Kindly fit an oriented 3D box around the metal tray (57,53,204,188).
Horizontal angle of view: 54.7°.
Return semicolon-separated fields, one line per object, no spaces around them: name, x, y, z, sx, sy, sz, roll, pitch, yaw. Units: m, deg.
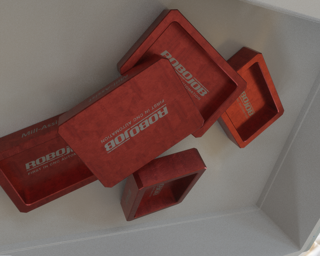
metal tray;-0.029;-0.007;0.332;0.130;0.030;0.090;-34;116;-2

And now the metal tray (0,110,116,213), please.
metal tray;-0.118;0.034;0.362;0.131;0.030;0.089;-24;128;-14

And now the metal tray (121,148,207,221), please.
metal tray;0.000;0.080;0.419;0.091;0.030;0.129;-14;151;-22

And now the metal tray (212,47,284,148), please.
metal tray;0.122;-0.040;0.449;0.090;0.030;0.130;-41;130;-1

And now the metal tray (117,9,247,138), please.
metal tray;0.028;-0.060;0.362;0.130;0.030;0.090;39;96;-24
